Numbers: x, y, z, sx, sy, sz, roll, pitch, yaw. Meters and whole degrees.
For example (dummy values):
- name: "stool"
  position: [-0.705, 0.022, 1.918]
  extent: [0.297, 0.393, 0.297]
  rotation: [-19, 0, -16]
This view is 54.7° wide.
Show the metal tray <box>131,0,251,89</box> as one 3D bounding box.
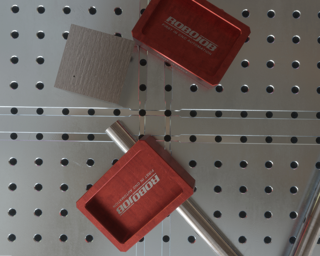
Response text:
- name: "metal tray"
  position: [0.040, -0.123, 0.411]
  extent: [0.130, 0.030, 0.090]
  rotation: [32, 90, -1]

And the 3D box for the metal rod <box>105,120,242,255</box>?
- name: "metal rod"
  position: [0.036, 0.108, 0.413]
  extent: [0.025, 0.025, 0.300]
  rotation: [-42, 91, 0]

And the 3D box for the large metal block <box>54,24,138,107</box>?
- name: "large metal block"
  position: [-0.079, -0.078, 0.400]
  extent: [0.080, 0.050, 0.080]
  rotation: [15, 90, -1]

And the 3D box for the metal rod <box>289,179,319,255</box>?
- name: "metal rod"
  position: [0.219, 0.095, 0.416]
  extent: [0.025, 0.025, 0.299]
  rotation: [22, 90, -1]

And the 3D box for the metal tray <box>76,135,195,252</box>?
- name: "metal tray"
  position: [-0.031, 0.083, 0.392]
  extent: [0.090, 0.030, 0.130]
  rotation: [45, 105, 0]
